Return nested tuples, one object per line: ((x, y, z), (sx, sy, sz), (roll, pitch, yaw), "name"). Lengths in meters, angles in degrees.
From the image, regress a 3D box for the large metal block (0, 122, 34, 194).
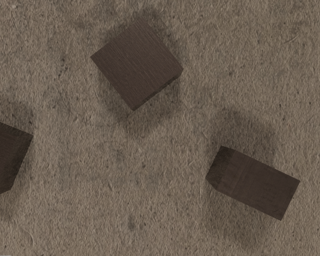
((-0.224, 0.032, 0.395), (0.080, 0.050, 0.080), (22, 90, -1), "large metal block")

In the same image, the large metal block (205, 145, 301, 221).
((0.109, 0.064, 0.384), (0.080, 0.080, 0.050), (26, 90, -1), "large metal block")

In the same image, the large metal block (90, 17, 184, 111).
((-0.028, -0.078, 0.397), (0.080, 0.050, 0.080), (-38, 91, 0), "large metal block")
